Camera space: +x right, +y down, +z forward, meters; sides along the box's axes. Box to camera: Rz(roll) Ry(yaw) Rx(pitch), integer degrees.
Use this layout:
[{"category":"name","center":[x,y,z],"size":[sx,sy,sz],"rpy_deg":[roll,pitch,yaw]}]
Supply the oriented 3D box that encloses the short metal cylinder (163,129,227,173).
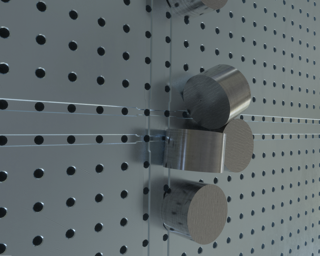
[{"category":"short metal cylinder","center":[0.046,0.030,0.412],"size":[0.081,0.080,0.050],"rpy_deg":[9,85,-40]}]

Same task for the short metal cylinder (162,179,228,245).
[{"category":"short metal cylinder","center":[0.049,0.115,0.434],"size":[0.081,0.050,0.079],"rpy_deg":[0,90,-40]}]

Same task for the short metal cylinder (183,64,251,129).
[{"category":"short metal cylinder","center":[0.080,-0.045,0.440],"size":[0.050,0.080,0.080],"rpy_deg":[-30,109,-36]}]

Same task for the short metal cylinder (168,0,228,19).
[{"category":"short metal cylinder","center":[0.053,-0.201,0.437],"size":[0.081,0.050,0.079],"rpy_deg":[0,91,-40]}]

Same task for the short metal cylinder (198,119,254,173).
[{"category":"short metal cylinder","center":[0.099,0.026,0.476],"size":[0.081,0.050,0.079],"rpy_deg":[0,90,-40]}]
